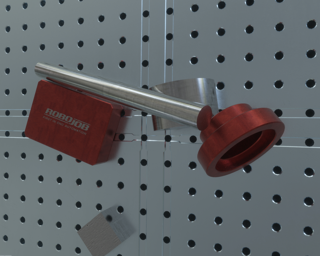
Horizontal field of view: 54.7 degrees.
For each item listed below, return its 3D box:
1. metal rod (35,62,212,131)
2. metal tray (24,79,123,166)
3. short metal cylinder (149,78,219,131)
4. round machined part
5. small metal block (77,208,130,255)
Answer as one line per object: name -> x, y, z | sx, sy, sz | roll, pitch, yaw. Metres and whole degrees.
metal rod -> -0.069, -0.050, 0.384 | 0.300, 0.025, 0.025 | 20, 97, 38
metal tray -> -0.129, -0.010, 0.454 | 0.130, 0.030, 0.089 | 20, 96, 18
short metal cylinder -> 0.029, -0.026, 0.373 | 0.080, 0.080, 0.050 | -9, 87, 19
round machined part -> 0.084, 0.010, 0.347 | 0.098, 0.098, 0.042 | -39, 59, 15
small metal block -> -0.081, 0.151, 0.440 | 0.050, 0.025, 0.050 | -41, 78, 15
